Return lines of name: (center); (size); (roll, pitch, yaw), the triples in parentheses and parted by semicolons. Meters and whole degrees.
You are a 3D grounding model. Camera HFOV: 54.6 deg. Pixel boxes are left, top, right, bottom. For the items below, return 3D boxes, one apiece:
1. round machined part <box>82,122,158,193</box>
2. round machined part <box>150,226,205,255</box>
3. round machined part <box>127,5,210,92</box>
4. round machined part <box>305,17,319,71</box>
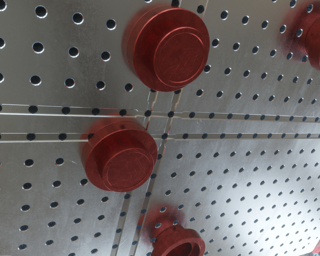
round machined part: (-0.047, 0.044, 0.401); (0.099, 0.042, 0.097); (-14, 124, -21)
round machined part: (0.027, 0.213, 0.546); (0.099, 0.042, 0.097); (-14, 124, -21)
round machined part: (0.016, -0.086, 0.355); (0.099, 0.042, 0.097); (-14, 124, -21)
round machined part: (0.257, -0.131, 0.458); (0.099, 0.042, 0.097); (-14, 124, -21)
